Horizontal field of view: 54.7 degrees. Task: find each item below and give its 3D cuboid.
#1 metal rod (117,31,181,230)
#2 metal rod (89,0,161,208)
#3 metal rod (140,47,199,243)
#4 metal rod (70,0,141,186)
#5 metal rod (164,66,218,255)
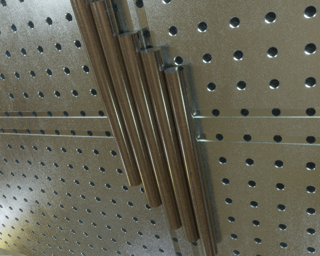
[{"bbox_3d":[-0.007,0.021,0.425,0.025,0.025,0.298,1,119,27],"label":"metal rod"},{"bbox_3d":[-0.038,-0.015,0.419,0.025,0.025,0.298,1,119,27],"label":"metal rod"},{"bbox_3d":[0.020,0.040,0.424,0.025,0.025,0.298,1,119,27],"label":"metal rod"},{"bbox_3d":[-0.068,-0.048,0.415,0.025,0.025,0.298,1,119,27],"label":"metal rod"},{"bbox_3d":[0.048,0.063,0.423,0.025,0.025,0.298,1,119,27],"label":"metal rod"}]
